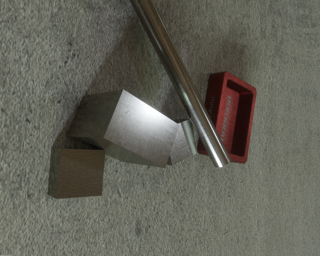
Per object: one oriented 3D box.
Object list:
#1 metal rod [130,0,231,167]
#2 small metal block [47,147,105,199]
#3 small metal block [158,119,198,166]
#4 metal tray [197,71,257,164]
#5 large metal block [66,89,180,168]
[{"bbox_3d":[0.019,-0.078,0.402,0.025,0.025,0.299,-38,107,-34],"label":"metal rod"},{"bbox_3d":[-0.089,0.047,0.332,0.050,0.025,0.050,6,87,-40],"label":"small metal block"},{"bbox_3d":[0.021,0.018,0.425,0.050,0.025,0.050,-21,104,-38],"label":"small metal block"},{"bbox_3d":[0.110,-0.014,0.496,0.091,0.030,0.129,18,79,-39],"label":"metal tray"},{"bbox_3d":[-0.041,0.003,0.336,0.080,0.080,0.050,31,70,-36],"label":"large metal block"}]
